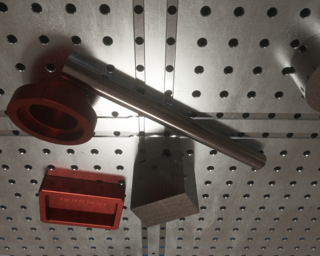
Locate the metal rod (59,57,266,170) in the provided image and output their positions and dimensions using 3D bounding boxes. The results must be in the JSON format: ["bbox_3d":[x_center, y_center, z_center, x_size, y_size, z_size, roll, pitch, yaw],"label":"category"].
[{"bbox_3d":[0.019,-0.010,0.403,0.302,0.025,0.025,25,126,-20],"label":"metal rod"}]

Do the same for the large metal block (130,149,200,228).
[{"bbox_3d":[0.007,0.087,0.450,0.080,0.080,0.050,-21,127,16],"label":"large metal block"}]

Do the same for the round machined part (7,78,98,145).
[{"bbox_3d":[-0.123,-0.022,0.368,0.099,0.042,0.098,6,148,4],"label":"round machined part"}]

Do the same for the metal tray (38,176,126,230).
[{"bbox_3d":[-0.128,0.126,0.514,0.131,0.030,0.089,9,130,-8],"label":"metal tray"}]

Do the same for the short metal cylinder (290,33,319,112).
[{"bbox_3d":[0.195,-0.062,0.345,0.081,0.050,0.079,0,130,0],"label":"short metal cylinder"}]
